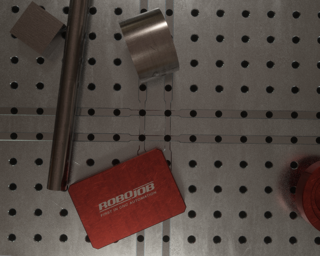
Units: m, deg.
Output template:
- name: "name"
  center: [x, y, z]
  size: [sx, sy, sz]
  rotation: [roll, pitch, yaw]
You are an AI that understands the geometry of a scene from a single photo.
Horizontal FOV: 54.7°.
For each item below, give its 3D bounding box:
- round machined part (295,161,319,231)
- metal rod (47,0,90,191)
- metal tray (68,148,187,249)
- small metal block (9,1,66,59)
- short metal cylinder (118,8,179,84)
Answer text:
- name: "round machined part"
  center: [0.227, 0.088, 0.408]
  size: [0.099, 0.042, 0.097]
  rotation: [0, 90, -1]
- name: "metal rod"
  center: [-0.119, -0.067, 0.411]
  size: [0.025, 0.025, 0.298]
  rotation: [7, 90, -1]
- name: "metal tray"
  center: [-0.042, 0.091, 0.410]
  size: [0.131, 0.030, 0.090]
  rotation: [-23, 90, -1]
- name: "small metal block"
  center: [-0.159, -0.129, 0.411]
  size: [0.050, 0.025, 0.050]
  rotation: [36, 90, -1]
- name: "short metal cylinder"
  center: [-0.013, -0.101, 0.386]
  size: [0.050, 0.080, 0.080]
  rotation: [-20, 90, 0]
